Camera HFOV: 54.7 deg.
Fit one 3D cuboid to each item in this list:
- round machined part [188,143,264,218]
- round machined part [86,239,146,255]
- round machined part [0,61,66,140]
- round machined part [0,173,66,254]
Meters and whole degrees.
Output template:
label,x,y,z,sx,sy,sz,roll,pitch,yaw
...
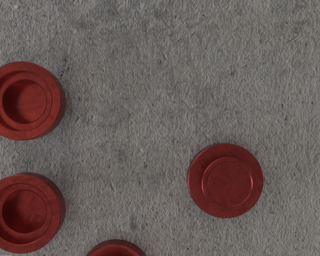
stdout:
label,x,y,z,sx,sy,sz,roll,pitch,yaw
round machined part,0.086,0.069,0.402,0.099,0.042,0.097,0,90,0
round machined part,-0.060,0.200,0.401,0.099,0.042,0.097,0,90,0
round machined part,-0.171,-0.033,0.400,0.099,0.042,0.097,0,90,0
round machined part,-0.171,0.106,0.400,0.099,0.042,0.097,0,90,0
